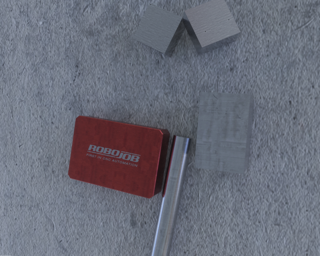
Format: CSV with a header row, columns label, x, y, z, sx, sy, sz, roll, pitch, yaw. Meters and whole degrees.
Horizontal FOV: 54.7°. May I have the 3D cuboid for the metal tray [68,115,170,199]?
label,x,y,z,sx,sy,sz,roll,pitch,yaw
metal tray,-0.058,0.036,0.426,0.130,0.030,0.089,10,93,19

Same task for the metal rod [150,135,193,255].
label,x,y,z,sx,sy,sz,roll,pitch,yaw
metal rod,0.002,0.157,0.407,0.025,0.025,0.298,12,94,19

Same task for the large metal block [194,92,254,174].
label,x,y,z,sx,sy,sz,roll,pitch,yaw
large metal block,0.076,0.004,0.353,0.050,0.080,0.079,5,92,19

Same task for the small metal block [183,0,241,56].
label,x,y,z,sx,sy,sz,roll,pitch,yaw
small metal block,0.062,-0.124,0.378,0.050,0.025,0.050,-23,82,-5

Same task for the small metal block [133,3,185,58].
label,x,y,z,sx,sy,sz,roll,pitch,yaw
small metal block,0.000,-0.128,0.408,0.050,0.025,0.050,30,100,17
